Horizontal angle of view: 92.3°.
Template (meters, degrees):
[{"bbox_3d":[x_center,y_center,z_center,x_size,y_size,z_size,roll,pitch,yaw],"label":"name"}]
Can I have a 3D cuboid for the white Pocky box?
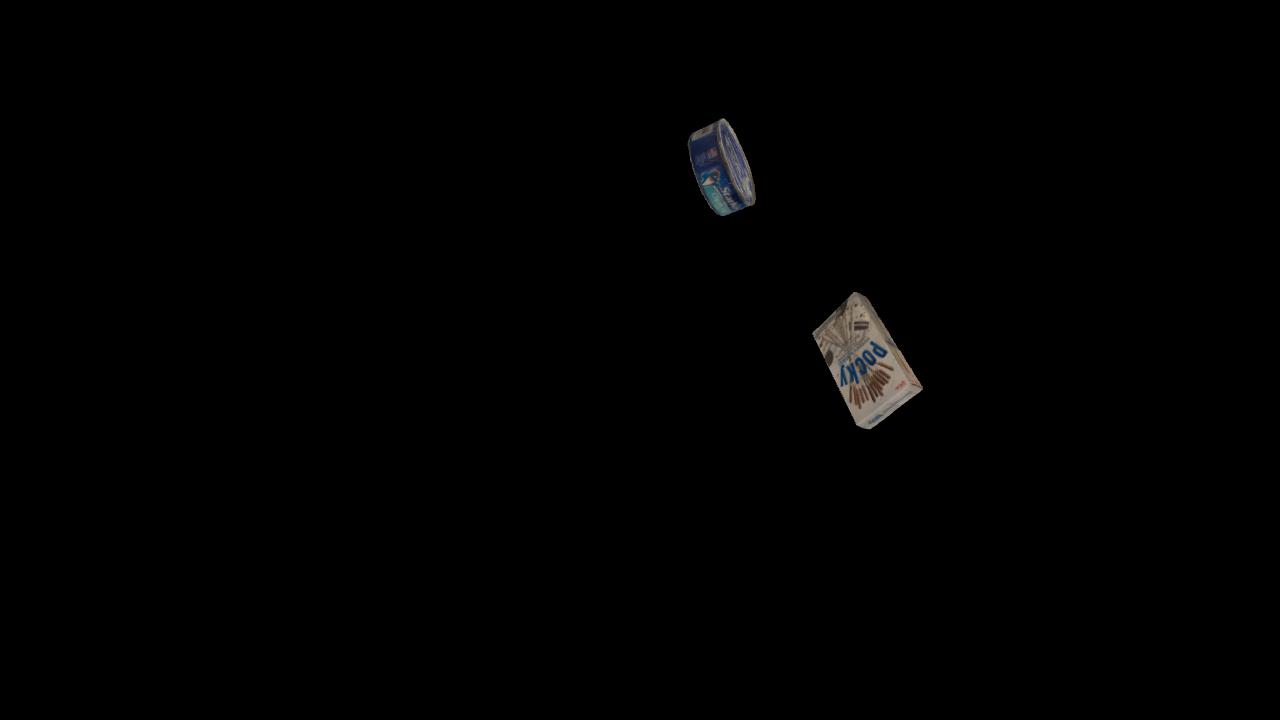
[{"bbox_3d":[0.269,-0.001,0.743,0.028,0.154,0.084,16,-49,-29],"label":"white Pocky box"}]

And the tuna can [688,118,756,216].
[{"bbox_3d":[0.077,-0.180,0.579,0.034,0.084,0.084,-17,-8,26],"label":"tuna can"}]
